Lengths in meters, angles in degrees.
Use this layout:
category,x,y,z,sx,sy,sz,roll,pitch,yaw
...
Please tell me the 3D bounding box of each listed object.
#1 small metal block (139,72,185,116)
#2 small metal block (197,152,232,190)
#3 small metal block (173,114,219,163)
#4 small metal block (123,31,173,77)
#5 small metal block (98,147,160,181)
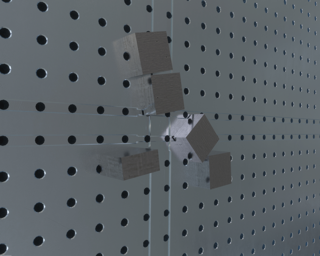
category,x,y,z,sx,sy,sz,roll,pitch,yaw
small metal block,0.003,-0.045,0.410,0.050,0.025,0.050,-14,99,-39
small metal block,0.084,0.064,0.478,0.050,0.025,0.050,-5,93,-40
small metal block,0.054,0.015,0.453,0.050,0.025,0.050,-50,119,-28
small metal block,-0.014,-0.095,0.396,0.050,0.025,0.050,-17,101,-39
small metal block,-0.036,0.040,0.362,0.050,0.050,0.025,-10,96,-40
